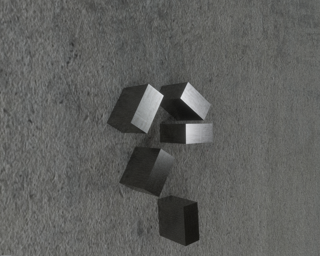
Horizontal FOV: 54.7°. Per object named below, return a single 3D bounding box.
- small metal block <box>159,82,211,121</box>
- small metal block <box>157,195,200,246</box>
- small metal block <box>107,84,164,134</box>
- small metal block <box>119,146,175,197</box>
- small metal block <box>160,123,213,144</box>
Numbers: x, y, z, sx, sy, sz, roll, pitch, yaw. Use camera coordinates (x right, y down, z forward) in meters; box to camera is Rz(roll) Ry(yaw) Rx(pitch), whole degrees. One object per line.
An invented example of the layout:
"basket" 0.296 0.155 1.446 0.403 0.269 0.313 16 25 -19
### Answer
"small metal block" 0.030 -0.034 0.413 0.050 0.050 0.025 39 66 -33
"small metal block" 0.024 0.120 0.408 0.025 0.050 0.050 -6 94 -40
"small metal block" -0.030 -0.022 0.363 0.025 0.050 0.050 36 68 -35
"small metal block" -0.016 0.051 0.375 0.025 0.050 0.050 36 68 -34
"small metal block" 0.035 0.007 0.418 0.050 0.050 0.025 -1 91 -40
